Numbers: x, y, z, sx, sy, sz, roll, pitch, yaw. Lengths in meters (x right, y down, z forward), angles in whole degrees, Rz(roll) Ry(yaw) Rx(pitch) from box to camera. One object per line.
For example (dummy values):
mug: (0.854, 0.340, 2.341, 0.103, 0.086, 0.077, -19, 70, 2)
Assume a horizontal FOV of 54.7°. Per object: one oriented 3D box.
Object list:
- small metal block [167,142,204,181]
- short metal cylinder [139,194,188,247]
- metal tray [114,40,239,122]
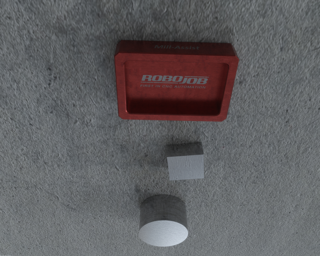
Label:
small metal block: (0.037, 0.049, 0.449, 0.050, 0.025, 0.050, -5, 130, 3)
short metal cylinder: (0.006, 0.157, 0.525, 0.081, 0.050, 0.079, 0, 130, 0)
metal tray: (0.017, -0.052, 0.359, 0.131, 0.030, 0.089, 1, 130, -2)
